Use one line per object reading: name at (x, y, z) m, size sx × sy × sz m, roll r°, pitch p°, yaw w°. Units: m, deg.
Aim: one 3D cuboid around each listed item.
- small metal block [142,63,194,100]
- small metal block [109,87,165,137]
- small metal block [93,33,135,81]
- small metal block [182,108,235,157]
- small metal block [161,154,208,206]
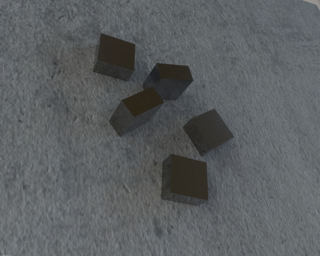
small metal block at (0.010, -0.064, 0.434) m, size 0.050 × 0.050 × 0.025 m, roll -1°, pitch 63°, yaw -29°
small metal block at (-0.030, -0.020, 0.385) m, size 0.050 × 0.050 × 0.025 m, roll -30°, pitch 79°, yaw -38°
small metal block at (-0.063, -0.098, 0.431) m, size 0.050 × 0.025 × 0.050 m, roll 13°, pitch 56°, yaw -21°
small metal block at (0.069, 0.006, 0.439) m, size 0.050 × 0.025 × 0.050 m, roll -23°, pitch 74°, yaw -37°
small metal block at (0.030, 0.065, 0.382) m, size 0.050 × 0.025 × 0.050 m, roll 16°, pitch 55°, yaw -20°
